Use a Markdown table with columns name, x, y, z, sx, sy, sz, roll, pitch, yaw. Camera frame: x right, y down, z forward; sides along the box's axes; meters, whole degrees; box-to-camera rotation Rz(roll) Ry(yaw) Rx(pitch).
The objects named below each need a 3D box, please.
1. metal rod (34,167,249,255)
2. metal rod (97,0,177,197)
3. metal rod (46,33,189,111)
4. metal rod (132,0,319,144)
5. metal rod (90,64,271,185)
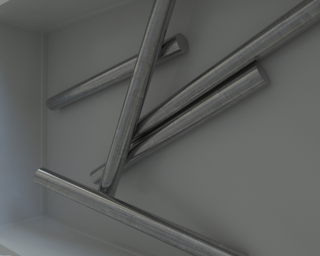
| name | x | y | z | sx | sy | sz | roll | pitch | yaw |
| --- | --- | --- | --- | --- | --- | --- | --- | --- | --- |
| metal rod | -0.041 | 0.109 | 0.391 | 0.301 | 0.025 | 0.025 | 17 | 101 | 23 |
| metal rod | -0.032 | -0.038 | 0.399 | 0.025 | 0.025 | 0.298 | 30 | 108 | 36 |
| metal rod | -0.085 | -0.075 | 0.477 | 0.300 | 0.025 | 0.025 | -15 | 80 | 39 |
| metal rod | 0.060 | -0.056 | 0.357 | 0.299 | 0.025 | 0.025 | -33 | 70 | 35 |
| metal rod | 0.003 | 0.011 | 0.404 | 0.299 | 0.025 | 0.025 | -33 | 70 | 35 |
